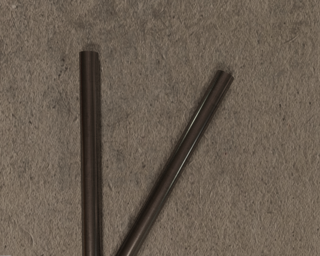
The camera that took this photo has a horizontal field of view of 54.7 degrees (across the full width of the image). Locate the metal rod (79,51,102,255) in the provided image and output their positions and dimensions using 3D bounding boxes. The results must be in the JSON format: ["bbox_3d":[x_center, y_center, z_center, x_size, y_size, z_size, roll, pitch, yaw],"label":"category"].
[{"bbox_3d":[-0.092,0.050,0.408,0.025,0.025,0.298,-1,90,-1],"label":"metal rod"}]

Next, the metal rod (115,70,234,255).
[{"bbox_3d":[0.015,0.060,0.410,0.025,0.025,0.299,29,90,-1],"label":"metal rod"}]
